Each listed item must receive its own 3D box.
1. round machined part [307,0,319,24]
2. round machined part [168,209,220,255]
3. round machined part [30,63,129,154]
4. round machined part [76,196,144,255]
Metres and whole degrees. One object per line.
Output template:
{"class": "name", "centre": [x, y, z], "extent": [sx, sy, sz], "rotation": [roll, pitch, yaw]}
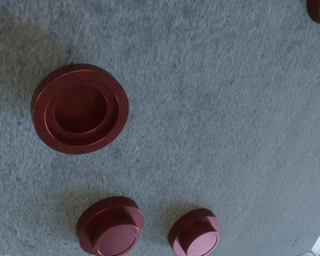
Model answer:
{"class": "round machined part", "centre": [0.254, -0.187, 0.422], "extent": [0.099, 0.042, 0.097], "rotation": [-14, 125, -21]}
{"class": "round machined part", "centre": [0.067, 0.196, 0.557], "extent": [0.099, 0.042, 0.097], "rotation": [-14, 125, -21]}
{"class": "round machined part", "centre": [-0.087, -0.023, 0.335], "extent": [0.099, 0.042, 0.097], "rotation": [-14, 125, -21]}
{"class": "round machined part", "centre": [-0.069, 0.152, 0.454], "extent": [0.099, 0.042, 0.097], "rotation": [-14, 125, -21]}
